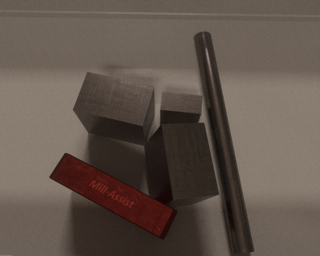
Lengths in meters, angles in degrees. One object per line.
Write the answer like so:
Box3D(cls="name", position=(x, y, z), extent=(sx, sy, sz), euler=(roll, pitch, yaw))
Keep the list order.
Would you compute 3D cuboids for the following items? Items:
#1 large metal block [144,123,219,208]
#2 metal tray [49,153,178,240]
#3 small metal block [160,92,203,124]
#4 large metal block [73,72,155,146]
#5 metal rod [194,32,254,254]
Box3D(cls="large metal block", position=(0.020, 0.046, 0.358), extent=(0.050, 0.080, 0.080), euler=(-2, 69, -18))
Box3D(cls="metal tray", position=(-0.048, 0.079, 0.345), extent=(0.130, 0.090, 0.030), euler=(26, 72, 8))
Box3D(cls="small metal block", position=(0.027, -0.023, 0.405), extent=(0.050, 0.050, 0.025), euler=(6, 70, 2))
Box3D(cls="large metal block", position=(-0.052, -0.020, 0.387), extent=(0.080, 0.080, 0.050), euler=(13, 71, 4))
Box3D(cls="metal rod", position=(0.080, 0.004, 0.409), extent=(0.025, 0.025, 0.299), euler=(-6, 70, -3))
